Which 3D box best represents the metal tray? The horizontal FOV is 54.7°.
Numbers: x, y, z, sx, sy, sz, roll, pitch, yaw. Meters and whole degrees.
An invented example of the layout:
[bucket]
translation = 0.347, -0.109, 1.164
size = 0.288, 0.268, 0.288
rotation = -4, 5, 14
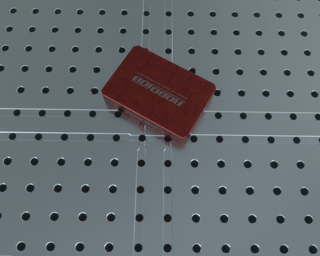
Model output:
[metal tray]
translation = -0.001, -0.047, 0.426
size = 0.130, 0.030, 0.090
rotation = 29, 72, 9
